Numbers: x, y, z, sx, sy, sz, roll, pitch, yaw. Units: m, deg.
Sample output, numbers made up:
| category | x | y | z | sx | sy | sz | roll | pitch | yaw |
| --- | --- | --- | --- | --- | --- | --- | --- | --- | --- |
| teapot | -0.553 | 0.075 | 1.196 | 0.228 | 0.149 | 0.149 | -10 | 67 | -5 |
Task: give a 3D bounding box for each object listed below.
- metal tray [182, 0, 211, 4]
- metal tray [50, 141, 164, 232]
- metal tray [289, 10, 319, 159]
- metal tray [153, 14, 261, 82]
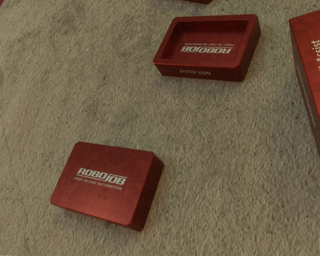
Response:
| category | x | y | z | sx | sy | sz | roll | pitch | yaw |
| --- | --- | --- | --- | --- | --- | --- | --- | --- | --- |
| metal tray | 0.052 | -0.266 | 0.536 | 0.130 | 0.030 | 0.090 | 28 | 77 | 37 |
| metal tray | -0.069 | 0.069 | 0.394 | 0.130 | 0.030 | 0.090 | 5 | 64 | 30 |
| metal tray | 0.158 | -0.037 | 0.301 | 0.030 | 0.090 | 0.130 | -13 | 56 | 21 |
| metal tray | 0.064 | -0.115 | 0.436 | 0.130 | 0.030 | 0.090 | 11 | 67 | 32 |
